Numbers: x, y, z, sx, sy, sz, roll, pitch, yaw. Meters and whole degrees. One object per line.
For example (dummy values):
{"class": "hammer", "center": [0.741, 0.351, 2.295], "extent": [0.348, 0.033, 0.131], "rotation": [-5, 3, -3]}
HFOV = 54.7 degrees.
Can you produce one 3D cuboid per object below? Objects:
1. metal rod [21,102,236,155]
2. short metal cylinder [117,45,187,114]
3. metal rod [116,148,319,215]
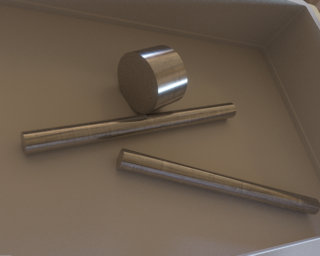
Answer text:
{"class": "metal rod", "center": [-0.016, -0.006, 0.401], "extent": [0.303, 0.025, 0.025], "rotation": [-10, 67, -33]}
{"class": "short metal cylinder", "center": [-0.011, -0.064, 0.405], "extent": [0.050, 0.080, 0.080], "rotation": [-25, 75, -37]}
{"class": "metal rod", "center": [0.090, 0.076, 0.409], "extent": [0.302, 0.025, 0.025], "rotation": [16, 55, -19]}
